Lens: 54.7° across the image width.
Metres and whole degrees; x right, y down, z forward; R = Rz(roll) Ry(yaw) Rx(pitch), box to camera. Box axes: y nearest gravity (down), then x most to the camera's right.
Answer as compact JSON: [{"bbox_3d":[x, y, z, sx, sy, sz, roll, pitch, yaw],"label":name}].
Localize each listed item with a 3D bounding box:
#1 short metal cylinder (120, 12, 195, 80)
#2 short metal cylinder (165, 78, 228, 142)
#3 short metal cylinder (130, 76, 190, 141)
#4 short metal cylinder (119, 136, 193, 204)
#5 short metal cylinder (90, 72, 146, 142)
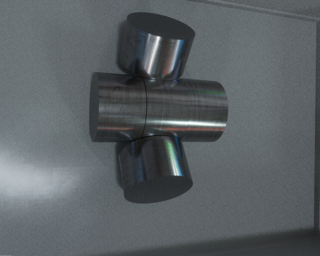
[{"bbox_3d":[-0.004,-0.099,0.370,0.081,0.080,0.050,2,127,-20],"label":"short metal cylinder"},{"bbox_3d":[0.044,-0.022,0.396,0.050,0.080,0.080,1,90,-20],"label":"short metal cylinder"},{"bbox_3d":[-0.004,-0.022,0.378,0.050,0.080,0.080,1,90,-20],"label":"short metal cylinder"},{"bbox_3d":[-0.006,0.052,0.370,0.081,0.080,0.050,0,56,-20],"label":"short metal cylinder"},{"bbox_3d":[-0.052,-0.023,0.361,0.050,0.080,0.080,1,90,-20],"label":"short metal cylinder"}]
